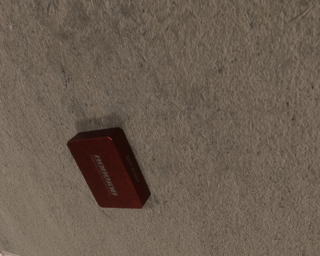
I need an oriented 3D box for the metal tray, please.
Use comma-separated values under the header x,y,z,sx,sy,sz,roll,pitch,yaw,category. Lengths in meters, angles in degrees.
x,y,z,sx,sy,sz,roll,pitch,yaw,category
-0.079,0.066,0.484,0.090,0.030,0.129,-7,115,31,metal tray
